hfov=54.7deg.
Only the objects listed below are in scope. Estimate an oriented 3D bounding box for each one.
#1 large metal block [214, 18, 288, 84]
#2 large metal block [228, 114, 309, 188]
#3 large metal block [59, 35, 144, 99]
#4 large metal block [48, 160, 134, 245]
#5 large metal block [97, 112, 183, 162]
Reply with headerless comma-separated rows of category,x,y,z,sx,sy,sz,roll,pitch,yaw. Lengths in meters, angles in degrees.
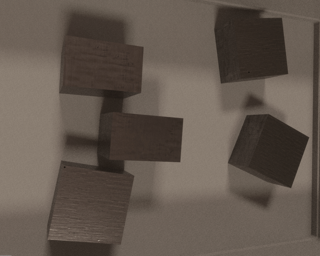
large metal block,0.131,-0.111,0.447,0.081,0.050,0.079,-9,93,-20
large metal block,0.160,0.033,0.458,0.080,0.050,0.080,26,81,-19
large metal block,-0.071,-0.065,0.356,0.081,0.080,0.050,3,89,-20
large metal block,-0.083,0.087,0.367,0.081,0.050,0.080,12,86,-20
large metal block,-0.027,0.011,0.372,0.081,0.080,0.050,4,89,-20
